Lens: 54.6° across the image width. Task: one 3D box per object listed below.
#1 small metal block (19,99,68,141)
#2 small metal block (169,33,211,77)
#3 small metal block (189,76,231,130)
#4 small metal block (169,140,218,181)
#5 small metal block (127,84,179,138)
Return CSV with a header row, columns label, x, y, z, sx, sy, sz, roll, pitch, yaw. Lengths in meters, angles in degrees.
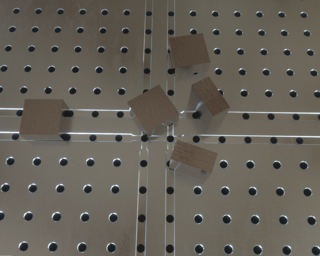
label,x,y,z,sx,sy,sz,roll,pitch,yaw
small metal block,-0.154,-0.011,0.415,0.050,0.025,0.050,0,70,0
small metal block,0.042,-0.106,0.451,0.050,0.025,0.050,-9,70,-4
small metal block,0.064,-0.032,0.411,0.025,0.050,0.050,-28,73,-9
small metal block,0.040,0.041,0.384,0.050,0.050,0.025,19,71,7
small metal block,-0.009,-0.023,0.420,0.050,0.025,0.050,-30,73,-11
